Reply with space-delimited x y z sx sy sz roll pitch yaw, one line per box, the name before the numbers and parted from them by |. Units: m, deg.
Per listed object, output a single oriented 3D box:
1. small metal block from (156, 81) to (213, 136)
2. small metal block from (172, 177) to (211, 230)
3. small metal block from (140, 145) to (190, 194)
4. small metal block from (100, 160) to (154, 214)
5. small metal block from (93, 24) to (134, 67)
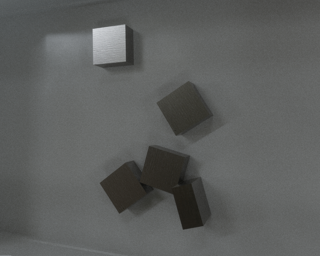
small metal block | 0.032 -0.024 0.399 0.050 0.025 0.050 -33 79 17
small metal block | 0.040 0.091 0.383 0.025 0.050 0.050 -17 85 19
small metal block | 0.007 0.054 0.408 0.050 0.025 0.050 16 95 19
small metal block | -0.046 0.081 0.427 0.050 0.025 0.050 -39 78 16
small metal block | -0.065 -0.113 0.434 0.050 0.025 0.050 -1 90 20
